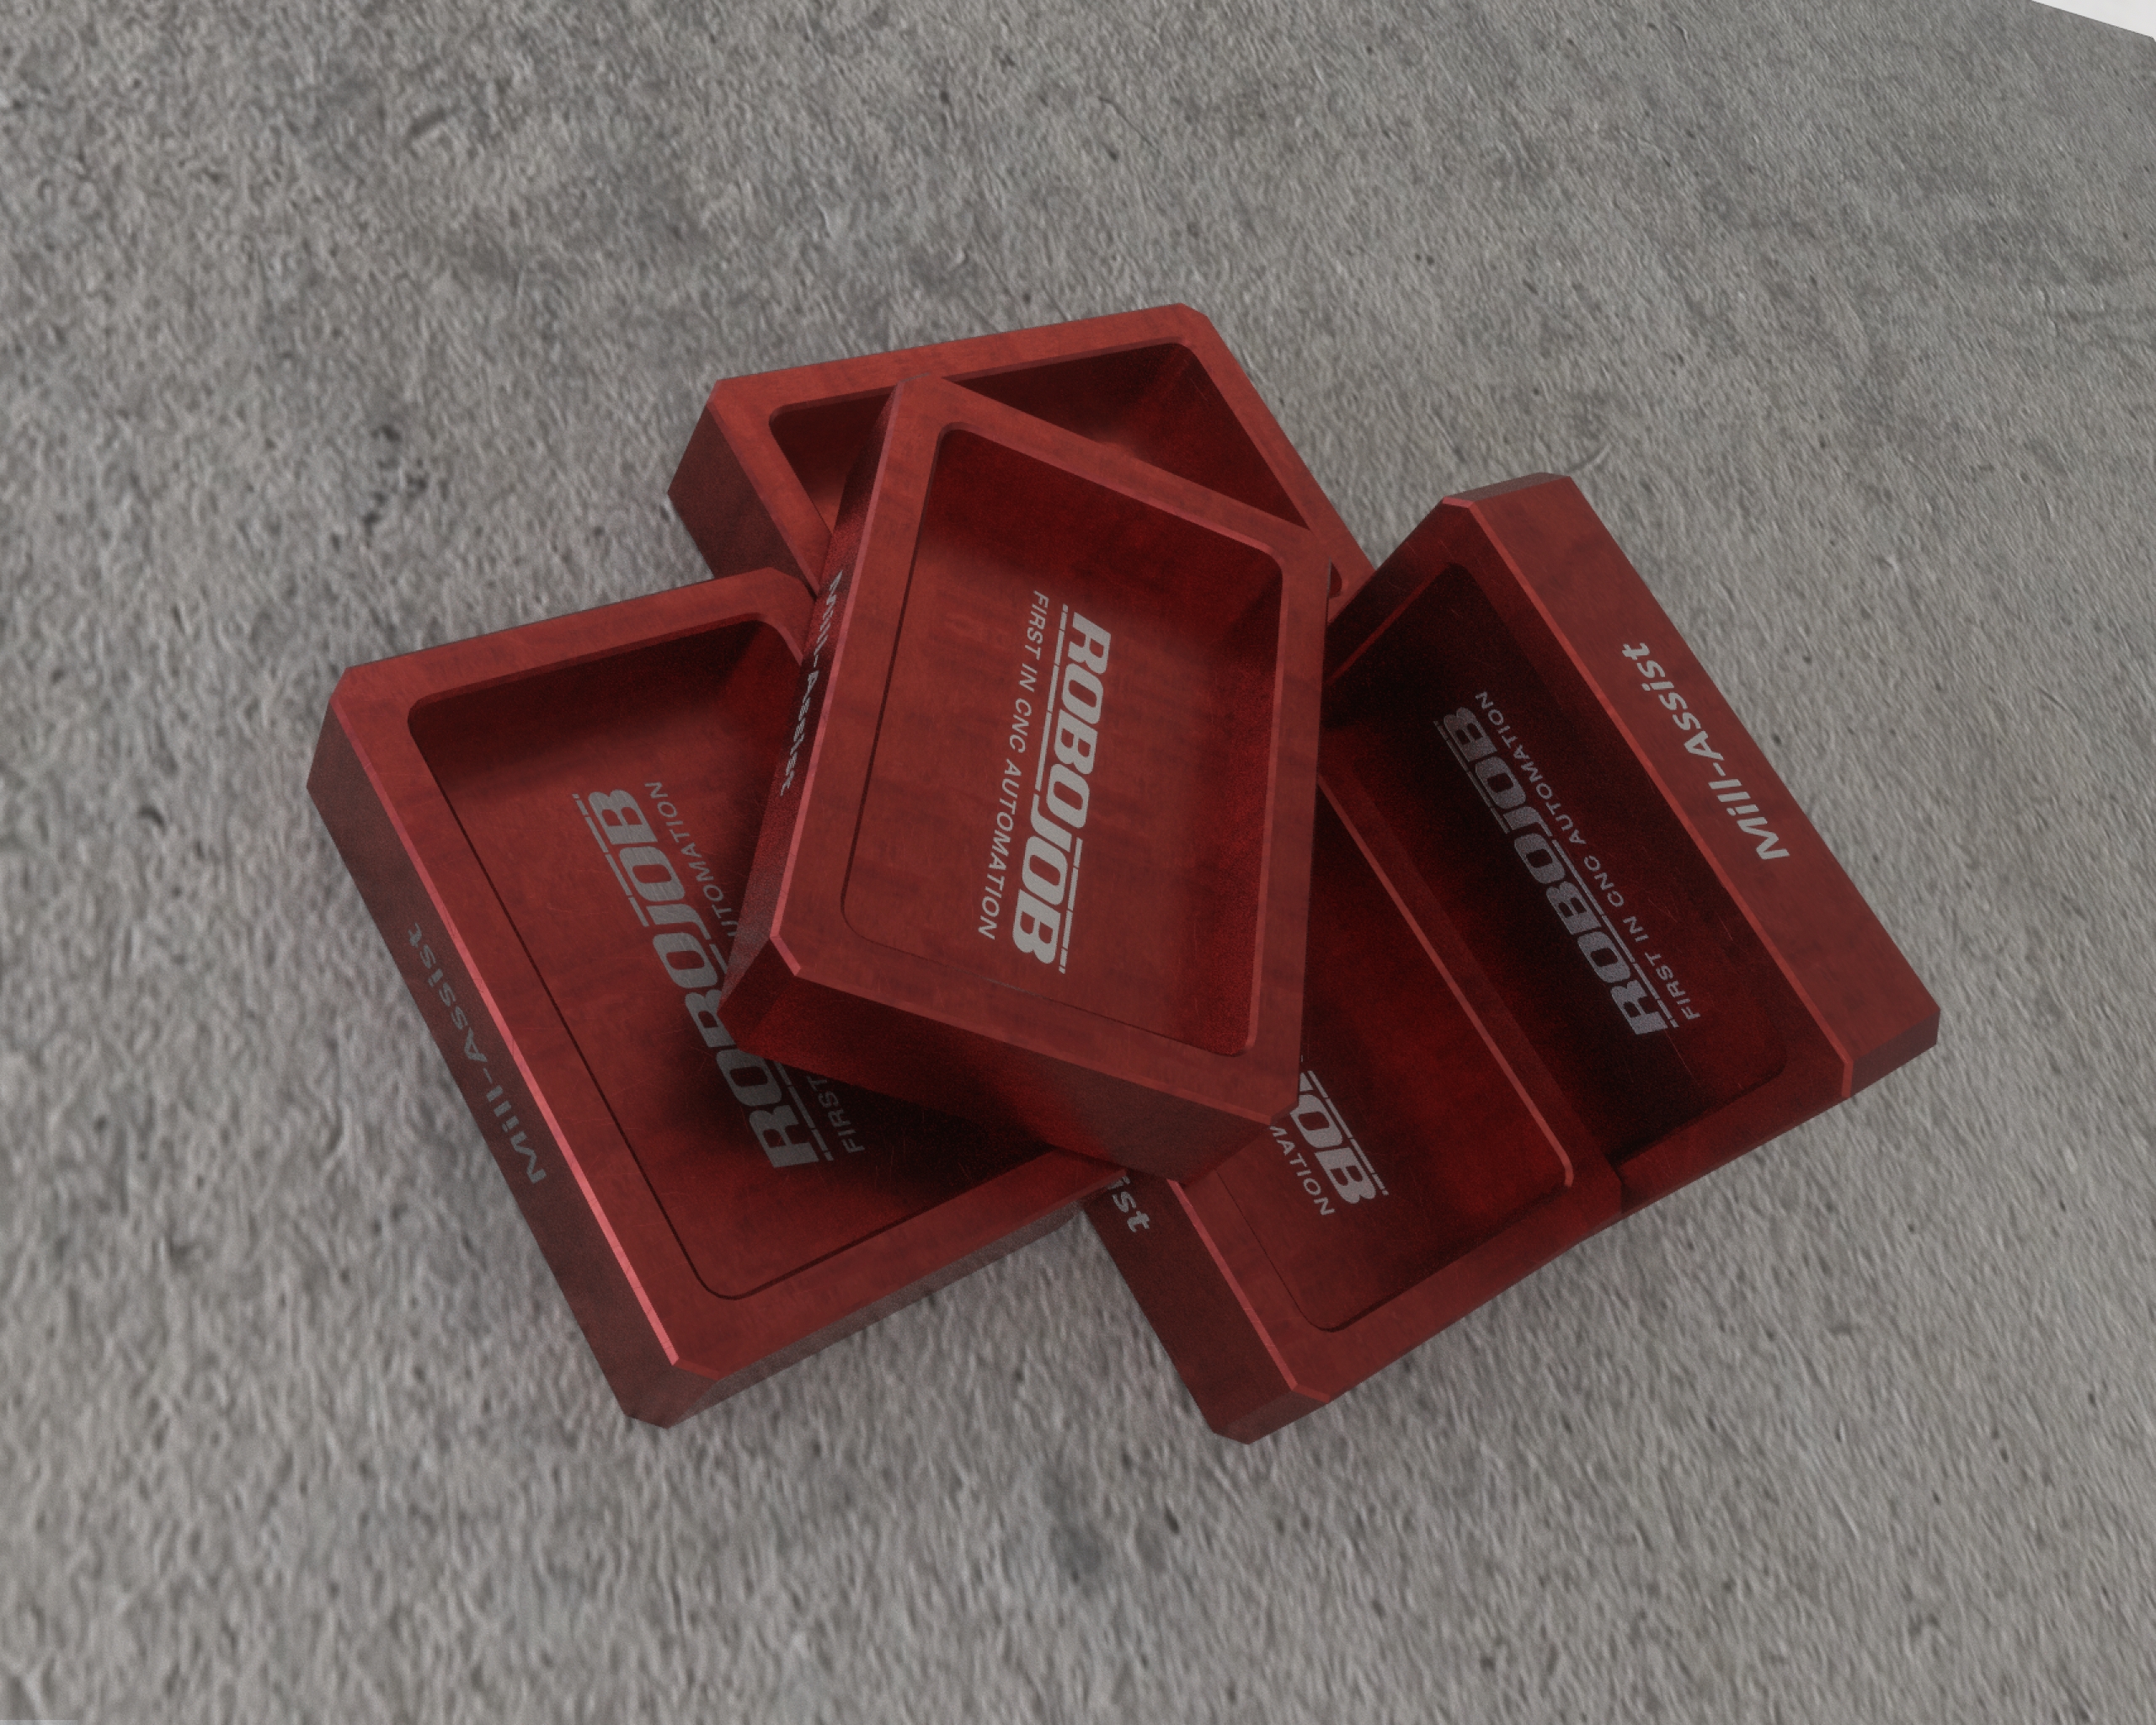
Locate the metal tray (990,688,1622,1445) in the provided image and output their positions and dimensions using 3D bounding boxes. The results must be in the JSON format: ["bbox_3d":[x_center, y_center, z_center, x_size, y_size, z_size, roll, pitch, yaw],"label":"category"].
[{"bbox_3d":[0.034,0.032,0.399,0.091,0.030,0.130,-21,73,-36],"label":"metal tray"}]

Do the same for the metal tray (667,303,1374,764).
[{"bbox_3d":[-0.007,-0.066,0.436,0.131,0.030,0.090,-20,73,-36],"label":"metal tray"}]

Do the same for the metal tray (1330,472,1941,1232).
[{"bbox_3d":[0.094,0.001,0.411,0.030,0.090,0.130,-20,73,-36],"label":"metal tray"}]

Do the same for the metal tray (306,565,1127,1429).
[{"bbox_3d":[-0.061,0.017,0.356,0.091,0.030,0.130,-21,73,-36],"label":"metal tray"}]

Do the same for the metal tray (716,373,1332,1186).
[{"bbox_3d":[-0.004,-0.017,0.369,0.091,0.030,0.130,19,54,-17],"label":"metal tray"}]
